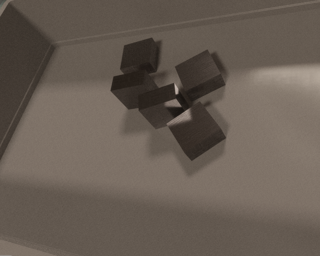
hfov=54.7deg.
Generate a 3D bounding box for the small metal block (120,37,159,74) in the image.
[{"bbox_3d":[-0.032,-0.110,0.488,0.050,0.025,0.050,-9,58,23],"label":"small metal block"}]

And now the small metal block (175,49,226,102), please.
[{"bbox_3d":[0.054,-0.071,0.420,0.050,0.025,0.050,-26,53,11],"label":"small metal block"}]

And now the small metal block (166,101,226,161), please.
[{"bbox_3d":[0.044,0.004,0.380,0.050,0.025,0.050,-34,52,5],"label":"small metal block"}]

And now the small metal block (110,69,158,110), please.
[{"bbox_3d":[-0.033,-0.053,0.438,0.050,0.050,0.025,-8,59,24],"label":"small metal block"}]

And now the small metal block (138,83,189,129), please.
[{"bbox_3d":[0.006,-0.027,0.402,0.050,0.050,0.025,-17,55,18],"label":"small metal block"}]
